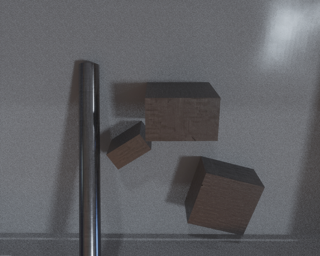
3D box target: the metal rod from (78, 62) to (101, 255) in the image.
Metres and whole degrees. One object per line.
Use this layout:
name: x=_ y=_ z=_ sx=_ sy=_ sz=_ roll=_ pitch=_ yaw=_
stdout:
metal rod: x=-0.084 y=0.071 z=0.372 sx=0.025 sy=0.025 sz=0.298 roll=-1 pitch=86 yaw=0

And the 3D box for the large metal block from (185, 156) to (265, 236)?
large metal block: x=0.087 y=0.094 z=0.434 sx=0.081 sy=0.050 sz=0.079 roll=15 pitch=109 yaw=-6

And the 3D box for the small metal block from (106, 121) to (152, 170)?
small metal block: x=-0.039 y=0.021 z=0.405 sx=0.050 sy=0.050 sz=0.025 roll=-32 pitch=107 yaw=11

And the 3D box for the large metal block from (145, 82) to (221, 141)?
large metal block: x=0.024 y=-0.022 z=0.374 sx=0.081 sy=0.080 sz=0.050 roll=0 pitch=110 yaw=-1
